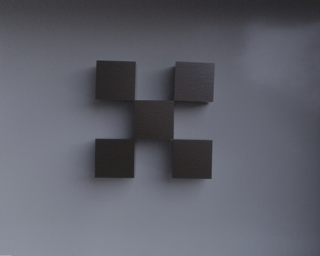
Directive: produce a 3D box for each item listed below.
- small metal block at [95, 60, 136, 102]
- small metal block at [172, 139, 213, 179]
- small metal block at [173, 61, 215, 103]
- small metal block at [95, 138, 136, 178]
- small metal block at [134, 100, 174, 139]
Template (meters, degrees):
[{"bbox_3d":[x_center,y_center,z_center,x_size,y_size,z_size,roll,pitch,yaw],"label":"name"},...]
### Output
[{"bbox_3d":[-0.057,-0.061,0.409,0.050,0.025,0.050,2,90,0],"label":"small metal block"},{"bbox_3d":[0.042,0.040,0.409,0.050,0.025,0.050,1,90,0],"label":"small metal block"},{"bbox_3d":[0.044,-0.059,0.409,0.050,0.025,0.050,2,90,0],"label":"small metal block"},{"bbox_3d":[-0.058,0.039,0.409,0.050,0.025,0.050,1,90,0],"label":"small metal block"},{"bbox_3d":[-0.007,-0.011,0.409,0.050,0.025,0.050,1,90,0],"label":"small metal block"}]
